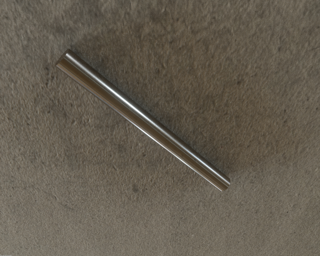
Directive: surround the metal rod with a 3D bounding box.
[{"bbox_3d":[-0.004,0.005,0.411,0.025,0.025,0.301,-36,122,26],"label":"metal rod"}]
